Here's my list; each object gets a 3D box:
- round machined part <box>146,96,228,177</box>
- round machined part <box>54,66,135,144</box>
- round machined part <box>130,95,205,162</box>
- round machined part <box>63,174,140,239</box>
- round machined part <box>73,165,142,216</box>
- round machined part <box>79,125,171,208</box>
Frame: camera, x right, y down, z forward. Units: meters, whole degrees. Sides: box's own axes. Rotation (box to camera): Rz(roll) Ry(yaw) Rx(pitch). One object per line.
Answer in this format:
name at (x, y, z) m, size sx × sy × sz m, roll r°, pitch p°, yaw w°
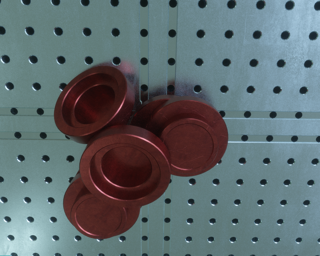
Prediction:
round machined part at (0.031, 0.015, 0.364) m, size 0.099 × 0.042 × 0.097 m, roll 0°, pitch 110°, yaw 0°
round machined part at (-0.074, -0.024, 0.375) m, size 0.098 × 0.098 × 0.042 m, roll -26°, pitch 143°, yaw 9°
round machined part at (0.010, 0.011, 0.386) m, size 0.099 × 0.042 × 0.097 m, roll 0°, pitch 110°, yaw 0°
round machined part at (-0.074, 0.101, 0.396) m, size 0.099 × 0.042 × 0.097 m, roll 0°, pitch 110°, yaw 0°
round machined part at (-0.067, 0.085, 0.413) m, size 0.099 × 0.042 × 0.097 m, roll 0°, pitch 110°, yaw 0°
round machined part at (-0.036, 0.039, 0.350) m, size 0.098 × 0.042 × 0.097 m, roll 1°, pitch 118°, yaw 2°
